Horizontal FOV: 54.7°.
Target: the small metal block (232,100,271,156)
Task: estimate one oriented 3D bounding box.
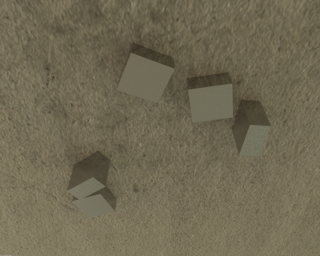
[{"bbox_3d":[0.114,0.000,0.393,0.025,0.050,0.050,4,130,-4],"label":"small metal block"}]

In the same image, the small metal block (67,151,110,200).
[{"bbox_3d":[-0.102,0.068,0.447,0.050,0.050,0.025,-29,125,22],"label":"small metal block"}]

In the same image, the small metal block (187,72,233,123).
[{"bbox_3d":[0.061,-0.036,0.377,0.050,0.025,0.050,-8,130,6],"label":"small metal block"}]

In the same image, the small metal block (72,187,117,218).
[{"bbox_3d":[-0.106,0.118,0.506,0.050,0.025,0.050,-17,129,13],"label":"small metal block"}]

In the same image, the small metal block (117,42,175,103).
[{"bbox_3d":[-0.017,-0.062,0.354,0.050,0.025,0.050,17,128,-15],"label":"small metal block"}]
